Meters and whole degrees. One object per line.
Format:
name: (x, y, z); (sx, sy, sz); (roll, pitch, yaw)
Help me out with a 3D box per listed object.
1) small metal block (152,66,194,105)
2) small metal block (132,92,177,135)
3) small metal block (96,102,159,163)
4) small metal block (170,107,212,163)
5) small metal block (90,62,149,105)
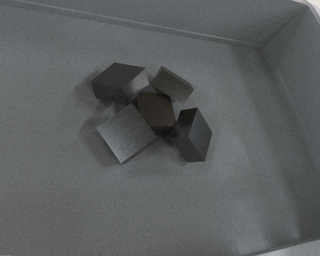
small metal block: (0.017, -0.061, 0.434); (0.050, 0.025, 0.050); (31, 15, -9)
small metal block: (-0.010, -0.019, 0.408); (0.050, 0.025, 0.050); (2, 61, -28)
small metal block: (-0.037, 0.007, 0.364); (0.050, 0.025, 0.050); (-36, 81, -1)
small metal block: (0.043, 0.010, 0.406); (0.050, 0.025, 0.050); (55, 42, -35)
small metal block: (-0.050, -0.057, 0.395); (0.050, 0.025, 0.050); (15, 45, 27)
